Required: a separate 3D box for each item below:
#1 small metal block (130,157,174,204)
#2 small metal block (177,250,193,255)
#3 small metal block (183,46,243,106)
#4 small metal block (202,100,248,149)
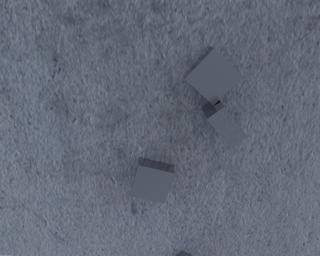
[{"bbox_3d":[-0.011,0.074,0.437,0.050,0.025,0.050,14,109,-6],"label":"small metal block"},{"bbox_3d":[0.042,0.232,0.496,0.050,0.025,0.050,32,107,-12],"label":"small metal block"},{"bbox_3d":[0.066,-0.065,0.387,0.050,0.025,0.050,41,105,-14],"label":"small metal block"},{"bbox_3d":[0.081,-0.008,0.395,0.025,0.050,0.050,-37,106,12],"label":"small metal block"}]
